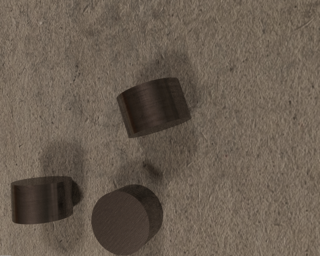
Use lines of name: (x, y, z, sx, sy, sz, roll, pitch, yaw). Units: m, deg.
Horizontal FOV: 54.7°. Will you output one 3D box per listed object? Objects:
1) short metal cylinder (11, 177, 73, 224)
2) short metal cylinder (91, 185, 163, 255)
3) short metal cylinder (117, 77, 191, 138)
short metal cylinder: (-0.165, 0.099, 0.436, 0.080, 0.080, 0.050, -3, 89, 19)
short metal cylinder: (-0.042, 0.119, 0.410, 0.080, 0.050, 0.079, 0, 90, 19)
short metal cylinder: (-0.007, -0.023, 0.382, 0.080, 0.080, 0.050, -20, 84, 18)
